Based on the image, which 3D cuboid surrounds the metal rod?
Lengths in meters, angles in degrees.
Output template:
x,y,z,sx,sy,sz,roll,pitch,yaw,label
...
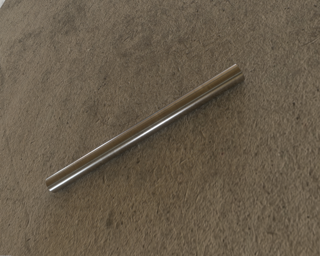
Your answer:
x,y,z,sx,sy,sz,roll,pitch,yaw,label
-0.025,0.004,0.417,0.300,0.025,0.025,-31,52,8,metal rod
